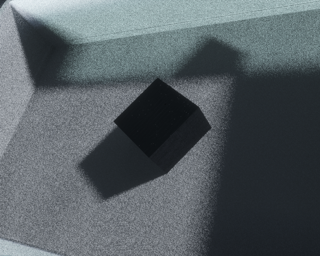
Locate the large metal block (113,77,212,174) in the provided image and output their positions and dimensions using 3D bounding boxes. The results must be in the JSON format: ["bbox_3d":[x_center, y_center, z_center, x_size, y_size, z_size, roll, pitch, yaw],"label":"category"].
[{"bbox_3d":[0.003,-0.004,0.390,0.080,0.050,0.080,-45,51,-4],"label":"large metal block"}]
